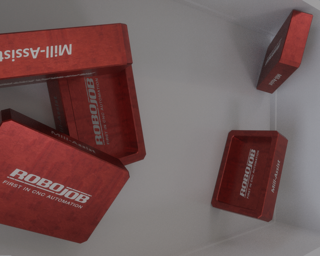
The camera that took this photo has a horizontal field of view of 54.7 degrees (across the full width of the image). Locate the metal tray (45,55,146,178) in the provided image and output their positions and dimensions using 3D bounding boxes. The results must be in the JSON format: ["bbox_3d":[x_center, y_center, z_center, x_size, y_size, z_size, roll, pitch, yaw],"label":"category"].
[{"bbox_3d":[-0.069,-0.018,0.345,0.091,0.030,0.129,-15,100,-39],"label":"metal tray"}]

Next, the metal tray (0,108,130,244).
[{"bbox_3d":[-0.105,0.051,0.291,0.131,0.030,0.090,31,94,-34],"label":"metal tray"}]

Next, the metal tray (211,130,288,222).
[{"bbox_3d":[0.137,0.069,0.478,0.030,0.090,0.130,28,73,-37],"label":"metal tray"}]

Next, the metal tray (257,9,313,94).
[{"bbox_3d":[0.202,-0.120,0.514,0.030,0.130,0.090,18,79,6],"label":"metal tray"}]

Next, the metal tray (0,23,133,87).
[{"bbox_3d":[-0.095,-0.055,0.253,0.131,0.090,0.030,-10,98,-14],"label":"metal tray"}]
